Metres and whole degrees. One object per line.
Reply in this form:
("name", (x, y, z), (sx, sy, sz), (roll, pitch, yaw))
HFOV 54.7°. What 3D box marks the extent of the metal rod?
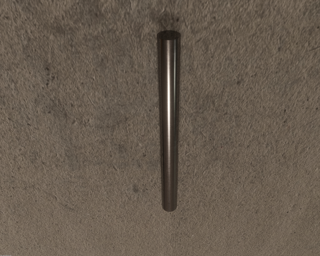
("metal rod", (0.013, 0.016, 0.421), (0.025, 0.025, 0.298), (-1, 130, 0))
